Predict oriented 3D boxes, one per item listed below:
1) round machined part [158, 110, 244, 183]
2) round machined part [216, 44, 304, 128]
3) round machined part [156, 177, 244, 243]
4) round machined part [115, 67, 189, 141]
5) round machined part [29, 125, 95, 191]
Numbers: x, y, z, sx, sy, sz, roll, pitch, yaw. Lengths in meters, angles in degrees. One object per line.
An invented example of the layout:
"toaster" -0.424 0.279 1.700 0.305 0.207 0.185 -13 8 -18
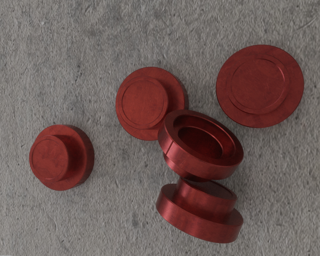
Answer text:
"round machined part" 0.043 0.024 0.359 0.098 0.099 0.042 36 123 16
"round machined part" 0.114 -0.049 0.360 0.098 0.042 0.097 0 90 20
"round machined part" 0.048 0.085 0.353 0.098 0.098 0.042 22 98 18
"round machined part" -0.015 -0.032 0.405 0.098 0.042 0.097 0 90 20
"round machined part" -0.150 0.044 0.453 0.098 0.042 0.097 0 90 20
